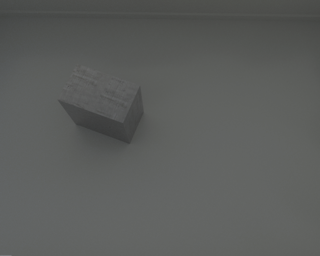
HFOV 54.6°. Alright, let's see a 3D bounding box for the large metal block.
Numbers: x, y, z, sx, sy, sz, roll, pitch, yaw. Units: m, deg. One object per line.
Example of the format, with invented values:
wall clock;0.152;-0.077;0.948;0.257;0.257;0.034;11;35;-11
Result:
large metal block;-0.069;-0.027;0.390;0.080;0.080;0.050;20;71;7
